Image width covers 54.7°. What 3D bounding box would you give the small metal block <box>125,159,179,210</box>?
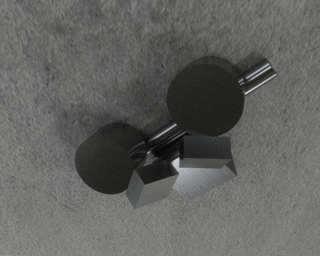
[{"bbox_3d":[-0.010,0.070,0.387,0.050,0.025,0.050,-12,139,-34],"label":"small metal block"}]

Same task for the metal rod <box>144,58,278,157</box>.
[{"bbox_3d":[0.014,0.006,0.413,0.299,0.025,0.025,-34,123,25],"label":"metal rod"}]

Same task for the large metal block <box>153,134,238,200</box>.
[{"bbox_3d":[0.047,0.046,0.430,0.080,0.050,0.080,-34,123,25],"label":"large metal block"}]

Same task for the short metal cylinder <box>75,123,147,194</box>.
[{"bbox_3d":[-0.063,0.039,0.407,0.080,0.050,0.079,6,112,14],"label":"short metal cylinder"}]

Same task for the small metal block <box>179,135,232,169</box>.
[{"bbox_3d":[0.049,0.028,0.352,0.050,0.025,0.050,2,161,-2],"label":"small metal block"}]

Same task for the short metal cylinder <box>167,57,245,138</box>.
[{"bbox_3d":[0.053,-0.036,0.343,0.080,0.050,0.079,6,112,14],"label":"short metal cylinder"}]
